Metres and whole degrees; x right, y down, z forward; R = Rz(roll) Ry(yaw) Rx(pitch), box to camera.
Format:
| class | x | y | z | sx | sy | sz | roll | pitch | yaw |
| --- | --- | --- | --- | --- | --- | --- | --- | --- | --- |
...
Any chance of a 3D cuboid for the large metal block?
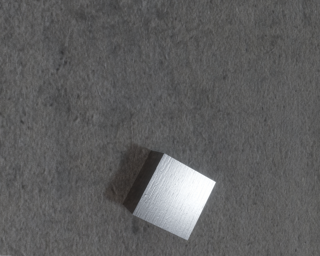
| class | x | y | z | sx | sy | sz | roll | pitch | yaw |
| --- | --- | --- | --- | --- | --- | --- | --- | --- | --- |
| large metal block | 0.011 | 0.084 | 0.400 | 0.080 | 0.050 | 0.080 | 31 | 80 | -18 |
